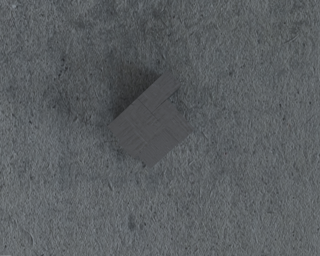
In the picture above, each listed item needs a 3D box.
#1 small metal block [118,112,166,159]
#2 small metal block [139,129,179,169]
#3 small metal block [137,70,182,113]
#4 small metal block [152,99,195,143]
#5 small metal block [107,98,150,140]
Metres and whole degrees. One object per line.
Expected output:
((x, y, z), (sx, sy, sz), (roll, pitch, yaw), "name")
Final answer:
((-0.020, 0.008, 0.373), (0.050, 0.050, 0.025), (-43, 91, 0), "small metal block")
((-0.011, 0.018, 0.411), (0.050, 0.025, 0.050), (-43, 91, 0), "small metal block")
((-0.001, -0.044, 0.398), (0.050, 0.050, 0.025), (-43, 91, 0), "small metal block")
((0.016, -0.008, 0.399), (0.025, 0.050, 0.050), (-43, 91, 0), "small metal block")
((-0.037, -0.010, 0.398), (0.050, 0.050, 0.025), (-43, 91, 0), "small metal block")
